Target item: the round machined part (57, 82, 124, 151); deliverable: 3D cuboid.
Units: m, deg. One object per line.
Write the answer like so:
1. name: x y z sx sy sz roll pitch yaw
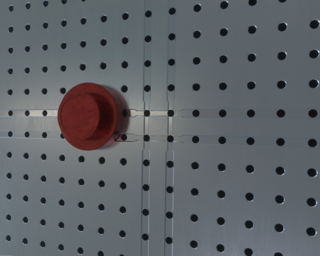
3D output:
1. round machined part: -0.105 -0.016 0.441 0.098 0.042 0.097 0 90 20
